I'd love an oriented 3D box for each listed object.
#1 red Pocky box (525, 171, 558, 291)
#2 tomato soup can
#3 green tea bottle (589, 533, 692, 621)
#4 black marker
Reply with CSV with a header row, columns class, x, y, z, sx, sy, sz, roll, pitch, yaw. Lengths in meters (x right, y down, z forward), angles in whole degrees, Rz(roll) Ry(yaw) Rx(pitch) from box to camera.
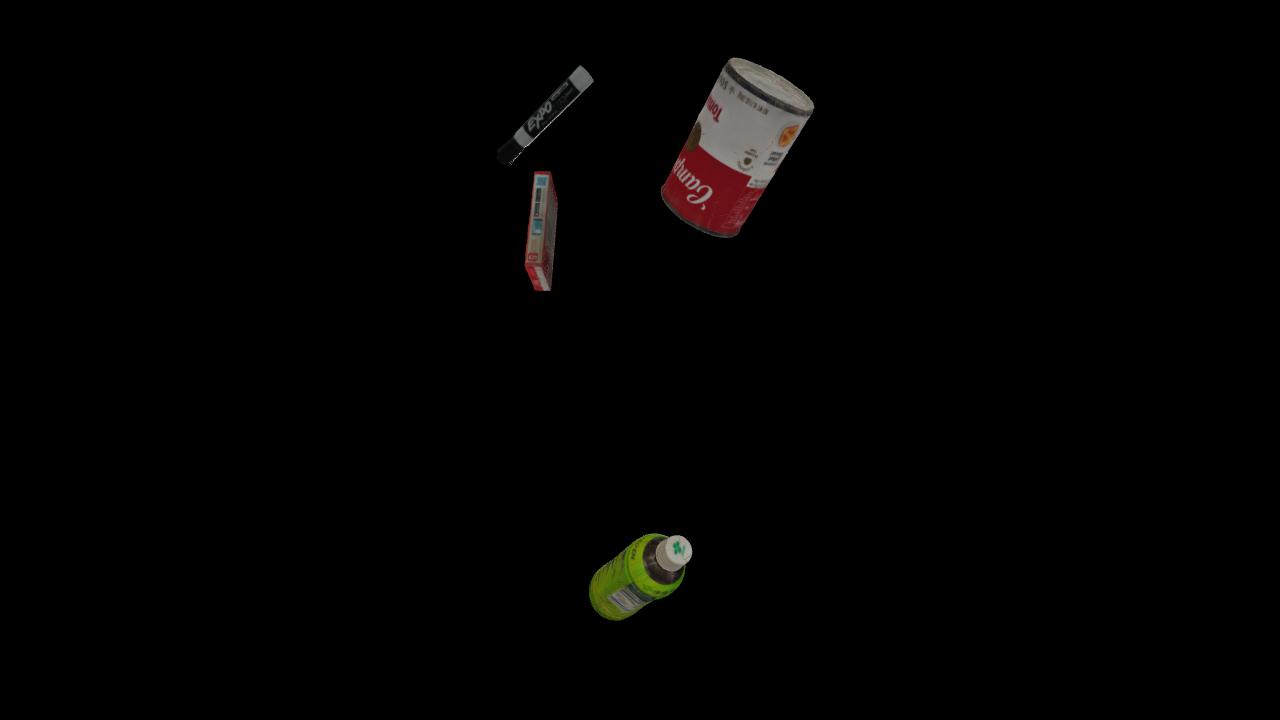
class,x,y,z,sx,sy,sz,roll,pitch,yaw
red Pocky box,-0.142,-0.186,0.895,0.028,0.155,0.083,1,-19,2
tomato soup can,0.066,-0.146,0.430,0.068,0.068,0.101,0,-43,-35
green tea bottle,0.003,0.245,0.703,0.073,0.073,0.212,0,-29,-25
black marker,-0.094,-0.232,0.592,0.121,0.020,0.020,-37,-14,19
